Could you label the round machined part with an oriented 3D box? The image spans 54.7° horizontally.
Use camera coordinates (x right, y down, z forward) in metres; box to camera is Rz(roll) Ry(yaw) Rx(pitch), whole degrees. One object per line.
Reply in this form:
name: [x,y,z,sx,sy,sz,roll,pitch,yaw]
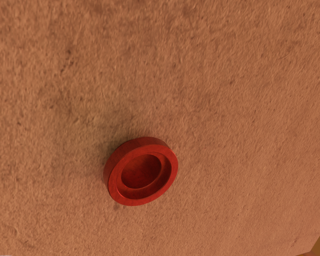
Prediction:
round machined part: [-0.028,0.053,0.415,0.099,0.042,0.097,-14,125,-21]
